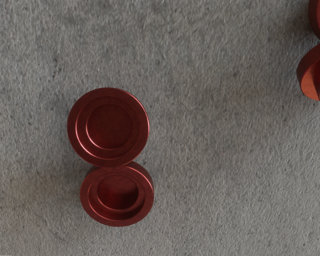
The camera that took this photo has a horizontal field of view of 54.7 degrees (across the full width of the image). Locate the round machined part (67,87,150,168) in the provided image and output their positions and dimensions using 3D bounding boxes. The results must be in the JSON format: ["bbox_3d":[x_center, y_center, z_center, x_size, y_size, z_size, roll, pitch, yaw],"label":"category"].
[{"bbox_3d":[-0.062,-0.002,0.391,0.099,0.042,0.097,0,96,-1],"label":"round machined part"}]

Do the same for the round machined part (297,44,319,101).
[{"bbox_3d":[0.214,-0.059,0.356,0.099,0.042,0.098,0,148,0],"label":"round machined part"}]

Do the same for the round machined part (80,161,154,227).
[{"bbox_3d":[-0.057,0.085,0.431,0.099,0.042,0.097,0,111,-1],"label":"round machined part"}]

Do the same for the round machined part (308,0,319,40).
[{"bbox_3d":[0.218,-0.141,0.352,0.099,0.042,0.097,0,110,-1],"label":"round machined part"}]
